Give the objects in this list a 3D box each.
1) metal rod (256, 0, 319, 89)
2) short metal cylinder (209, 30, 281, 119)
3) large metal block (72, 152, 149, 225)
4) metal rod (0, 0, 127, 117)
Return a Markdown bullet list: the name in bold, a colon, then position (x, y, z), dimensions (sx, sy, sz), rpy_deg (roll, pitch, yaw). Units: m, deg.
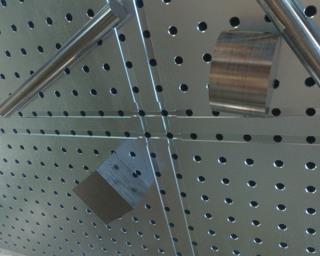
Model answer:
- **metal rod**: position (0.130, -0.086, 0.288), dimensions (0.025, 0.025, 0.300), rpy_deg (-33, 100, 38)
- **short metal cylinder**: position (0.083, -0.052, 0.299), dimensions (0.050, 0.080, 0.079), rpy_deg (10, 123, 22)
- **large metal block**: position (-0.079, 0.097, 0.495), dimensions (0.080, 0.050, 0.080), rpy_deg (47, 129, -5)
- **metal rod**: position (-0.156, -0.082, 0.440), dimensions (0.299, 0.025, 0.025), rpy_deg (-26, 105, 36)
